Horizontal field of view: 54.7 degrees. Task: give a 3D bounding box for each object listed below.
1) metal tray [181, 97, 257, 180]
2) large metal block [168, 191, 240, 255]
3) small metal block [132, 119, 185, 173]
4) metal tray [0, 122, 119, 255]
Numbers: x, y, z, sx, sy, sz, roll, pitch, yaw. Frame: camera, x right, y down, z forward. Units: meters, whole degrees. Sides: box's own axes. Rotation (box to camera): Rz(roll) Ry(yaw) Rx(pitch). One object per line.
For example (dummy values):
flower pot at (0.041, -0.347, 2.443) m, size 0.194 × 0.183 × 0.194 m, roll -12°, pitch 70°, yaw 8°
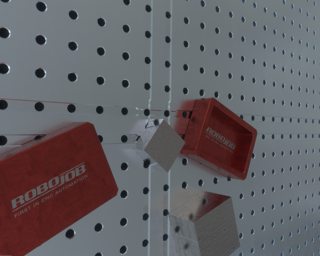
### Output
metal tray at (0.098, 0.020, 0.487) m, size 0.131 × 0.030 × 0.090 m, roll 29°, pitch 72°, yaw -36°
large metal block at (0.065, 0.148, 0.448) m, size 0.081 × 0.050 × 0.080 m, roll -20°, pitch 103°, yaw -38°
small metal block at (-0.001, 0.023, 0.409) m, size 0.050 × 0.025 × 0.050 m, roll 47°, pitch 62°, yaw -30°
metal tray at (-0.114, 0.058, 0.310) m, size 0.131 × 0.030 × 0.090 m, roll -29°, pitch 108°, yaw -36°
